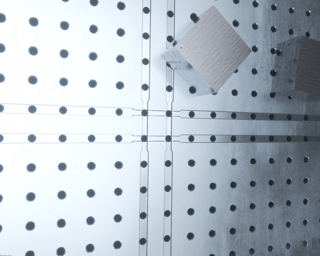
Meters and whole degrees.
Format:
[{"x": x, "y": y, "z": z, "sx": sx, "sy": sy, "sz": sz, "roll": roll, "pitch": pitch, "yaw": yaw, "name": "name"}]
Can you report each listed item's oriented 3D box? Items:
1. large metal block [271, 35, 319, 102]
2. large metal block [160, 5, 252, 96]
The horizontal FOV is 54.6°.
[{"x": 0.227, "y": -0.088, "z": 0.482, "sx": 0.081, "sy": 0.050, "sz": 0.080, "roll": 9, "pitch": 87, "yaw": -20, "name": "large metal block"}, {"x": 0.062, "y": -0.102, "z": 0.422, "sx": 0.080, "sy": 0.050, "sz": 0.080, "roll": 45, "pitch": 76, "yaw": -15, "name": "large metal block"}]
